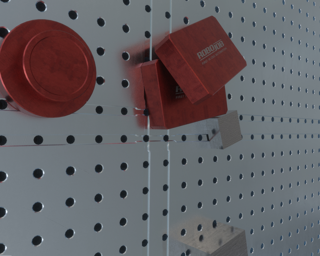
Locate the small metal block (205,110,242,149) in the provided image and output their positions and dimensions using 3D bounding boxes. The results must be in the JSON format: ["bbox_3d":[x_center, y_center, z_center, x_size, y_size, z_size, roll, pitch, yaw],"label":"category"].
[{"bbox_3d":[0.103,0.002,0.496,0.050,0.025,0.050,-21,104,-38],"label":"small metal block"}]

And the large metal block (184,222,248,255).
[{"bbox_3d":[0.088,0.201,0.468,0.081,0.050,0.079,-15,100,-39],"label":"large metal block"}]

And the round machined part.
[{"bbox_3d":[-0.107,-0.059,0.309,0.099,0.042,0.097,0,90,-40],"label":"round machined part"}]

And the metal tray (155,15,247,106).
[{"bbox_3d":[0.061,-0.096,0.422,0.090,0.030,0.131,54,44,-4],"label":"metal tray"}]

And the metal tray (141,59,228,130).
[{"bbox_3d":[0.040,-0.054,0.440,0.131,0.030,0.089,-14,99,-39],"label":"metal tray"}]
